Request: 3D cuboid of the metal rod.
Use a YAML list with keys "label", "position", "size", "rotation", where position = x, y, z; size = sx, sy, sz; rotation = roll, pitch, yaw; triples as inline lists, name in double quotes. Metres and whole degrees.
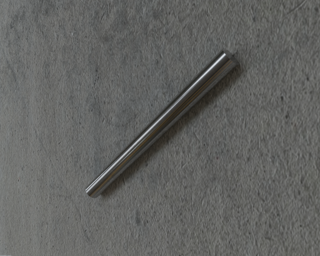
- label: "metal rod"
  position: [-0.014, 0.011, 0.417]
  size: [0.299, 0.025, 0.025]
  rotation: [-44, 64, 30]
